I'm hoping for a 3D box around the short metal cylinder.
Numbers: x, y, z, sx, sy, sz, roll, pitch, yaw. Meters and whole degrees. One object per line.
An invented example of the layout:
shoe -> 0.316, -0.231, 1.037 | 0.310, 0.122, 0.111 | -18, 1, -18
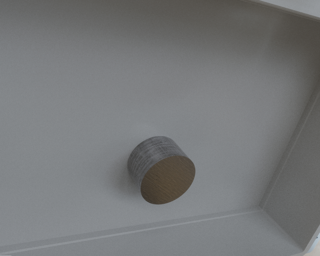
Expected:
short metal cylinder -> 0.001, 0.058, 0.428 | 0.081, 0.050, 0.080 | -14, 124, -21
